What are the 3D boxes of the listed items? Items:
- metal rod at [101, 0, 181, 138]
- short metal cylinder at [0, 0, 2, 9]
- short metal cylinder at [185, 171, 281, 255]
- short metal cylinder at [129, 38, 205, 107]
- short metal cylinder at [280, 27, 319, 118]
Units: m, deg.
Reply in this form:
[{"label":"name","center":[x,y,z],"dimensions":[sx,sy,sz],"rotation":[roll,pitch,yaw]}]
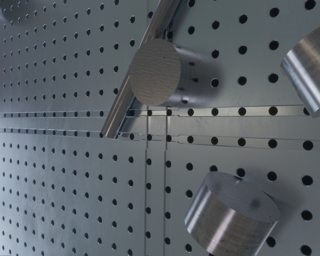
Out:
[{"label":"metal rod","center":[-0.014,-0.114,0.420],"dimensions":[0.025,0.025,0.298],"rotation":[42,115,32]},{"label":"short metal cylinder","center":[-0.420,-0.306,0.720],"dimensions":[0.050,0.081,0.079],"rotation":[32,110,35]},{"label":"short metal cylinder","center":[0.072,0.088,0.314],"dimensions":[0.080,0.081,0.050],"rotation":[36,112,34]},{"label":"short metal cylinder","center":[0.008,-0.066,0.386],"dimensions":[0.080,0.050,0.079],"rotation":[0,90,40]},{"label":"short metal cylinder","center":[0.148,-0.050,0.251],"dimensions":[0.080,0.081,0.050],"rotation":[-38,67,33]}]
